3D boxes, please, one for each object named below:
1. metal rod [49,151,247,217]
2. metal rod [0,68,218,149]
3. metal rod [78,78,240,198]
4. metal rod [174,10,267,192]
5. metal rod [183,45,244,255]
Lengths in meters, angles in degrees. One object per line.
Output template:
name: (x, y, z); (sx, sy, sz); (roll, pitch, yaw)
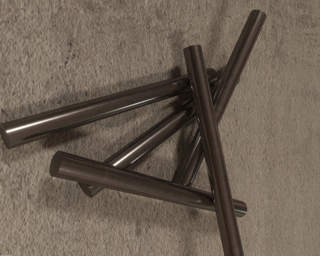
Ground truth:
metal rod: (0.013, 0.079, 0.382); (0.302, 0.025, 0.025); (22, 76, -38)
metal rod: (-0.032, -0.036, 0.379); (0.302, 0.025, 0.025); (-21, 104, -38)
metal rod: (0.019, -0.008, 0.422); (0.302, 0.025, 0.025); (-36, 113, -34)
metal rod: (0.084, -0.035, 0.445); (0.025, 0.025, 0.299); (31, 81, -36)
metal rod: (0.072, 0.038, 0.411); (0.025, 0.025, 0.298); (-9, 86, -40)
